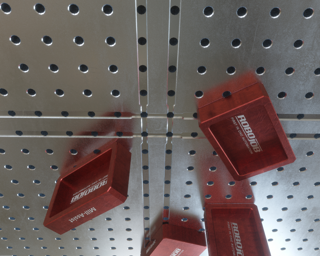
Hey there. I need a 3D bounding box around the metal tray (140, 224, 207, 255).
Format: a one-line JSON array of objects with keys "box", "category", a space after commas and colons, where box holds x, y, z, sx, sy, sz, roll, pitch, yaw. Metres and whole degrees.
[{"box": [0.024, 0.245, 0.616, 0.091, 0.030, 0.129, 18, 128, -15], "category": "metal tray"}]

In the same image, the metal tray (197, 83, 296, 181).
[{"box": [0.118, 0.011, 0.418, 0.090, 0.030, 0.130, -24, 126, 19], "category": "metal tray"}]

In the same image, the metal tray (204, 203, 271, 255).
[{"box": [0.123, 0.184, 0.500, 0.090, 0.130, 0.030, 0, 130, 0], "category": "metal tray"}]

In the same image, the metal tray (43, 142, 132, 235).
[{"box": [-0.101, 0.085, 0.439, 0.130, 0.090, 0.030, -31, 124, 23], "category": "metal tray"}]
